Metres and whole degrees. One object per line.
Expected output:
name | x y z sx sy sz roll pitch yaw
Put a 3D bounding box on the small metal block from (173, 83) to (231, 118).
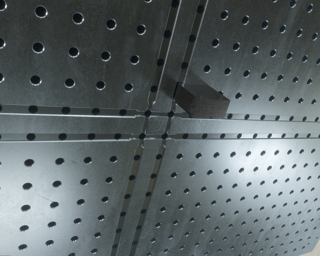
small metal block | 0.053 -0.036 0.401 0.050 0.050 0.025 0 118 -29
